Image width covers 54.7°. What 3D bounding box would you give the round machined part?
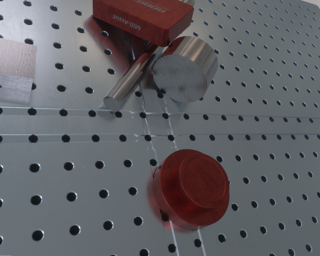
[{"bbox_3d":[0.045,0.070,0.379,0.099,0.042,0.098,14,56,-21],"label":"round machined part"}]

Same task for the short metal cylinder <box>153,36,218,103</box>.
[{"bbox_3d":[0.037,-0.083,0.443,0.080,0.080,0.050,35,51,-5],"label":"short metal cylinder"}]

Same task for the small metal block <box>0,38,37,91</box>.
[{"bbox_3d":[-0.173,-0.074,0.360,0.050,0.025,0.050,8,58,-24],"label":"small metal block"}]

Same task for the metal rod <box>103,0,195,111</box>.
[{"bbox_3d":[-0.004,-0.133,0.487,0.025,0.025,0.301,34,51,-6],"label":"metal rod"}]

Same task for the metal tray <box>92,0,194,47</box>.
[{"bbox_3d":[-0.025,-0.179,0.474,0.130,0.030,0.090,28,49,14],"label":"metal tray"}]
